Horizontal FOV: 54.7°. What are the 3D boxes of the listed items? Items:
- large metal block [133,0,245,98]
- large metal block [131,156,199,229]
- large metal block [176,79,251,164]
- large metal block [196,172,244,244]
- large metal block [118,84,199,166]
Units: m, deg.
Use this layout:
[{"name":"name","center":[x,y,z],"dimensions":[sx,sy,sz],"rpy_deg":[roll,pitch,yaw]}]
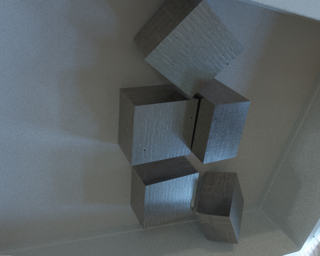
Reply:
[{"name":"large metal block","center":[0.032,-0.093,0.343],"dimensions":[0.080,0.050,0.080],"rpy_deg":[-43,131,17]},{"name":"large metal block","center":[0.004,0.091,0.453],"dimensions":[0.081,0.050,0.079],"rpy_deg":[-10,123,-24]},{"name":"large metal block","center":[0.062,-0.013,0.401],"dimensions":[0.050,0.080,0.079],"rpy_deg":[-8,122,-25]},{"name":"large metal block","center":[0.100,0.128,0.502],"dimensions":[0.050,0.080,0.080],"rpy_deg":[-1,133,25]},{"name":"large metal block","center":[-0.005,-0.006,0.387],"dimensions":[0.081,0.050,0.079],"rpy_deg":[-9,122,-24]}]
